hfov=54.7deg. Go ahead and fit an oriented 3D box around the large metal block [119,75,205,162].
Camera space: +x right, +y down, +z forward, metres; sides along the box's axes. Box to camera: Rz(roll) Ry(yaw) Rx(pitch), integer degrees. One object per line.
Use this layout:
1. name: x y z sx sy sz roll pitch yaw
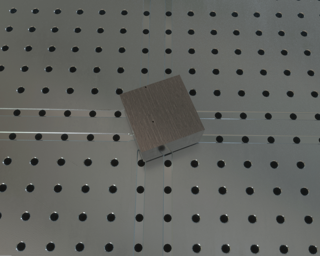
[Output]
1. large metal block: 0.002 -0.011 0.400 0.081 0.050 0.080 -20 71 -7
